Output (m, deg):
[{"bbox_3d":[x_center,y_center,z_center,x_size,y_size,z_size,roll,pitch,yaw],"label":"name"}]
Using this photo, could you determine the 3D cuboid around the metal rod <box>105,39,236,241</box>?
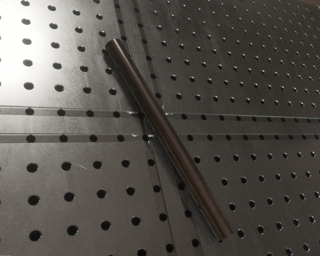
[{"bbox_3d":[0.006,0.005,0.409,0.025,0.025,0.299,-20,73,-36],"label":"metal rod"}]
